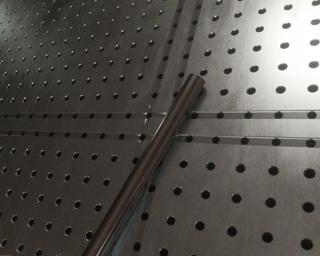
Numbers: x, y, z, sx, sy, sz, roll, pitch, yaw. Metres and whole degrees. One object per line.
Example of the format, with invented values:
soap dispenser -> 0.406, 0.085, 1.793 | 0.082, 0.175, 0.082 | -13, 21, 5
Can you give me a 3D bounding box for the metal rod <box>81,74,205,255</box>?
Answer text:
metal rod -> -0.024, 0.059, 0.383 | 0.025, 0.025, 0.300 | 20, 72, 35
